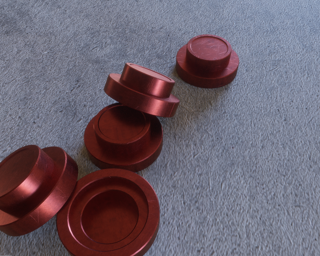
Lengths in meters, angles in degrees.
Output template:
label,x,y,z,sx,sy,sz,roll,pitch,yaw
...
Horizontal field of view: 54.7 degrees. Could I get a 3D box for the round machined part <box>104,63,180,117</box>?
label,x,y,z,sx,sy,sz,roll,pitch,yaw
round machined part,-0.019,-0.053,0.403,0.099,0.042,0.098,20,15,-6

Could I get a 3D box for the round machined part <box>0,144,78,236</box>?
label,x,y,z,sx,sy,sz,roll,pitch,yaw
round machined part,-0.138,0.056,0.318,0.098,0.042,0.098,-21,37,17

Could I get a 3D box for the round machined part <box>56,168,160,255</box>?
label,x,y,z,sx,sy,sz,roll,pitch,yaw
round machined part,-0.049,0.093,0.313,0.099,0.042,0.098,0,50,0

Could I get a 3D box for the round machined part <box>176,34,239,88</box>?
label,x,y,z,sx,sy,sz,roll,pitch,yaw
round machined part,0.075,-0.110,0.485,0.099,0.042,0.098,0,50,0

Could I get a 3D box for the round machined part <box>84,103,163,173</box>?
label,x,y,z,sx,sy,sz,roll,pitch,yaw
round machined part,-0.045,0.005,0.387,0.099,0.042,0.098,0,50,0
